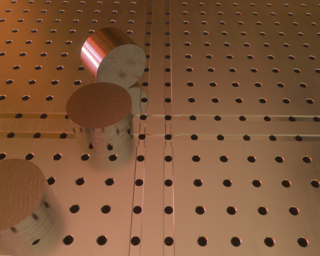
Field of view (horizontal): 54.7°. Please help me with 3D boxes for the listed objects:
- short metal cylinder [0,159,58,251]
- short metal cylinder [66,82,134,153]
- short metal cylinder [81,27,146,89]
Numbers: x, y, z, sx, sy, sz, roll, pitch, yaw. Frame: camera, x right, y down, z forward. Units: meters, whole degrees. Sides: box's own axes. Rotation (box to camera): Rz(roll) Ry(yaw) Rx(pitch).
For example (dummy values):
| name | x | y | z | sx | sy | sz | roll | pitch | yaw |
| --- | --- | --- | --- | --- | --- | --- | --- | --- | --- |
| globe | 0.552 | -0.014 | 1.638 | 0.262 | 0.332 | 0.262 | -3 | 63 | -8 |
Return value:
| name | x | y | z | sx | sy | sz | roll | pitch | yaw |
| --- | --- | --- | --- | --- | --- | --- | --- | --- | --- |
| short metal cylinder | -0.154 | 0.079 | 0.323 | 0.081 | 0.050 | 0.080 | 0 | 50 | 0 |
| short metal cylinder | -0.075 | -0.014 | 0.402 | 0.081 | 0.050 | 0.080 | 0 | 50 | 0 |
| short metal cylinder | -0.068 | -0.099 | 0.455 | 0.081 | 0.080 | 0.050 | -27 | 56 | -21 |
